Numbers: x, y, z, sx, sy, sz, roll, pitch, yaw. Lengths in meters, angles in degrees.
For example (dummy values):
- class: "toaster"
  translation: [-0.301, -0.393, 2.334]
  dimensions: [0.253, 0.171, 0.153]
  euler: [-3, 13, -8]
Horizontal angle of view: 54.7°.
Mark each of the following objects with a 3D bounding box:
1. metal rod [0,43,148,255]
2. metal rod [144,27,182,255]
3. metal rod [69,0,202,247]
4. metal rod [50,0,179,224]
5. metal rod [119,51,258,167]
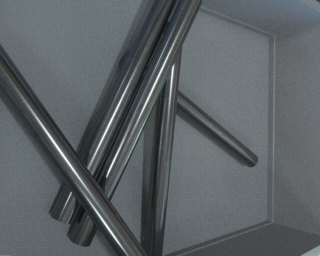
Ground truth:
- class: "metal rod"
  translation: [-0.083, 0.045, 0.302]
  dimensions: [0.025, 0.025, 0.299]
  euler: [-39, 103, -33]
- class: "metal rod"
  translation: [0.004, 0.022, 0.389]
  dimensions: [0.025, 0.025, 0.298]
  euler: [2, 96, -40]
- class: "metal rod"
  translation: [-0.025, -0.013, 0.346]
  dimensions: [0.025, 0.025, 0.299]
  euler: [27, 85, -37]
- class: "metal rod"
  translation: [-0.042, -0.040, 0.346]
  dimensions: [0.025, 0.025, 0.299]
  euler: [31, 79, -36]
- class: "metal rod"
  translation: [0.060, -0.013, 0.459]
  dimensions: [0.301, 0.025, 0.025]
  euler: [35, 68, -35]
